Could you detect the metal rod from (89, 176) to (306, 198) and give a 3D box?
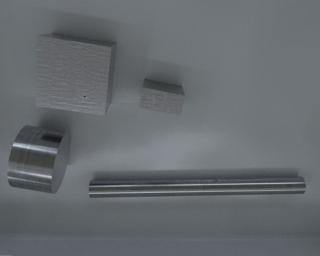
[{"bbox_3d":[0.052,0.084,0.443,0.302,0.025,0.025,-1,110,0],"label":"metal rod"}]

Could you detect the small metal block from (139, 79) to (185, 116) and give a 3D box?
[{"bbox_3d":[0.002,-0.039,0.384,0.050,0.050,0.025,11,110,-5],"label":"small metal block"}]

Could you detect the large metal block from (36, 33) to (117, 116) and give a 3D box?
[{"bbox_3d":[-0.099,-0.066,0.372,0.081,0.050,0.079,8,110,-4],"label":"large metal block"}]

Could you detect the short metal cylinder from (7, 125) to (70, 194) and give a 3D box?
[{"bbox_3d":[-0.151,0.040,0.395,0.050,0.080,0.079,11,110,-4],"label":"short metal cylinder"}]
